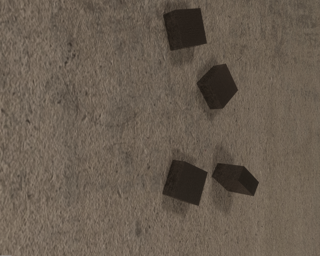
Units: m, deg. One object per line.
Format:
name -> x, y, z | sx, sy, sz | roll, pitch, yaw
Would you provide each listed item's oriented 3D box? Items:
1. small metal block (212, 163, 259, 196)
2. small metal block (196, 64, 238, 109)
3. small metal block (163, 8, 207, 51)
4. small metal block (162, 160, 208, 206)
small metal block -> 0.120, 0.082, 0.492 | 0.050, 0.050, 0.025 | 43, 64, -32
small metal block -> 0.090, -0.064, 0.483 | 0.050, 0.025, 0.050 | -47, 118, -30
small metal block -> 0.036, -0.139, 0.437 | 0.050, 0.025, 0.050 | -21, 104, -38
small metal block -> 0.036, 0.078, 0.438 | 0.050, 0.025, 0.050 | 29, 72, -37
